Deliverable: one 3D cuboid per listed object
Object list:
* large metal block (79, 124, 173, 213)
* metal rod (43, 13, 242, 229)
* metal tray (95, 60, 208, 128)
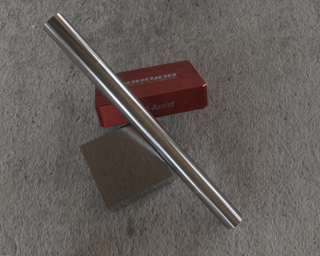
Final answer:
[{"bbox_3d":[-0.040,0.046,0.378,0.080,0.050,0.080,-26,72,-9],"label":"large metal block"},{"bbox_3d":[-0.011,0.001,0.342,0.025,0.025,0.300,-45,101,-14],"label":"metal rod"},{"bbox_3d":[-0.015,-0.047,0.396,0.131,0.030,0.090,-11,33,-4],"label":"metal tray"}]
